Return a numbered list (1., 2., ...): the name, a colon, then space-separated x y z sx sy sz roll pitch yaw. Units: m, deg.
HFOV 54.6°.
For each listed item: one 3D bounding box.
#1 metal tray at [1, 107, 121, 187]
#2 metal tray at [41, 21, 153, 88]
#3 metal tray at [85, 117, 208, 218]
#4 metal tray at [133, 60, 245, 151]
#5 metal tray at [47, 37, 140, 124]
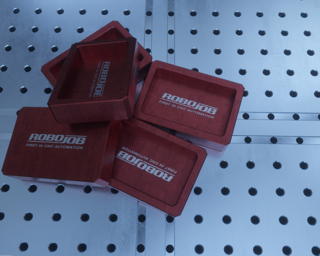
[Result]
1. metal tray: -0.121 0.021 0.383 0.130 0.030 0.090 2 70 15
2. metal tray: -0.086 -0.084 0.438 0.130 0.030 0.090 -38 74 -13
3. metal tray: -0.018 0.045 0.392 0.130 0.030 0.090 24 72 8
4. metal tray: 0.039 -0.031 0.419 0.130 0.030 0.090 17 71 6
5. metal tray: -0.076 -0.063 0.386 0.090 0.030 0.130 -4 46 6
